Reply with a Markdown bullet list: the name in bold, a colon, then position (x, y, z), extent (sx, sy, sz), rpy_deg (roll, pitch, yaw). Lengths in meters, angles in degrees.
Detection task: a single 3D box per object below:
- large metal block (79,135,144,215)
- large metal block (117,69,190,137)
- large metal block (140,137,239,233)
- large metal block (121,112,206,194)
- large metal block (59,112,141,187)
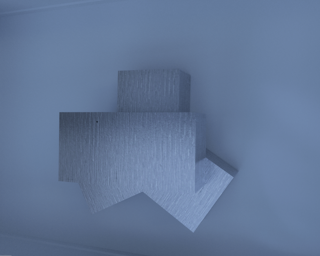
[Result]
- **large metal block**: position (-0.063, 0.059, 0.418), extent (0.080, 0.050, 0.080), rpy_deg (-27, 81, 18)
- **large metal block**: position (-0.007, -0.031, 0.398), extent (0.080, 0.050, 0.080), rpy_deg (2, 91, 20)
- **large metal block**: position (0.037, 0.064, 0.381), extent (0.080, 0.050, 0.080), rpy_deg (36, 101, 17)
- **large metal block**: position (0.005, 0.024, 0.339), extent (0.080, 0.050, 0.080), rpy_deg (1, 90, 20)
- **large metal block**: position (-0.070, 0.022, 0.367), extent (0.080, 0.050, 0.080), rpy_deg (1, 90, 20)
